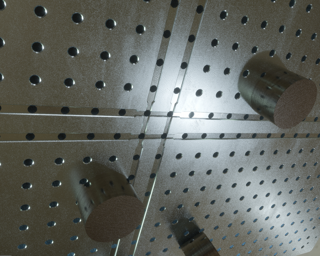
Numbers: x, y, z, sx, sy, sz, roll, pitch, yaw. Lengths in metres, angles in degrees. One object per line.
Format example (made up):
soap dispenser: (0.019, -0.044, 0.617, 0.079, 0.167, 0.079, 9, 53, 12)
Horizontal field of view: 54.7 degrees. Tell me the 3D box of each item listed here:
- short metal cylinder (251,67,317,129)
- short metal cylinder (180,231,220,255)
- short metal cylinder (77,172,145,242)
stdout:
short metal cylinder: (0.187, -0.045, 0.469, 0.081, 0.050, 0.079, -14, 124, -21)
short metal cylinder: (0.079, 0.238, 0.566, 0.050, 0.080, 0.080, -32, 129, -8)
short metal cylinder: (-0.068, 0.108, 0.425, 0.081, 0.050, 0.079, -14, 124, -21)
